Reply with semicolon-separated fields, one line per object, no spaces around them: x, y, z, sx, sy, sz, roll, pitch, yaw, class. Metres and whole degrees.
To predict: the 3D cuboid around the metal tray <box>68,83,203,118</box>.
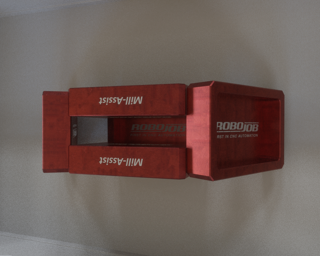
-0.024;-0.027;0.350;0.130;0.090;0.030;0;90;20;metal tray

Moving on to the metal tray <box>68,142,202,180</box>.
-0.024;0.033;0.351;0.130;0.090;0.030;0;90;19;metal tray

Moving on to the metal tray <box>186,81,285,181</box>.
0.084;0.002;0.325;0.030;0.131;0.089;1;91;49;metal tray

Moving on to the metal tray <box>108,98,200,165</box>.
-0.004;0.003;0.408;0.130;0.030;0.089;0;90;19;metal tray

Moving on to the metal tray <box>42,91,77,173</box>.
-0.125;0.003;0.399;0.030;0.130;0.089;0;91;-12;metal tray
